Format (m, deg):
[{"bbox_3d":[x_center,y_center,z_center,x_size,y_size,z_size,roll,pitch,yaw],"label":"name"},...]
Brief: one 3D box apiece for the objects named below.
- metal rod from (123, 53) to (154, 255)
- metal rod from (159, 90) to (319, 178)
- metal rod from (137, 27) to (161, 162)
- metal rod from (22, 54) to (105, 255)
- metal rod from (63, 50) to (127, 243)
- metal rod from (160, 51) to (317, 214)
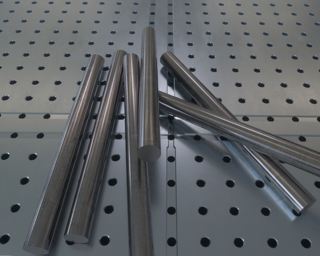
[{"bbox_3d":[-0.031,0.014,0.387,0.025,0.025,0.300,-4,53,-3],"label":"metal rod"},{"bbox_3d":[0.098,0.006,0.372,0.300,0.025,0.025,25,54,31],"label":"metal rod"},{"bbox_3d":[-0.016,-0.071,0.435,0.025,0.025,0.300,-1,40,-1],"label":"metal rod"},{"bbox_3d":[-0.112,0.006,0.401,0.025,0.025,0.300,3,50,3],"label":"metal rod"},{"bbox_3d":[-0.074,-0.003,0.409,0.025,0.025,0.300,3,50,3],"label":"metal rod"},{"bbox_3d":[0.085,-0.014,0.419,0.025,0.025,0.300,-24,54,-19],"label":"metal rod"}]
